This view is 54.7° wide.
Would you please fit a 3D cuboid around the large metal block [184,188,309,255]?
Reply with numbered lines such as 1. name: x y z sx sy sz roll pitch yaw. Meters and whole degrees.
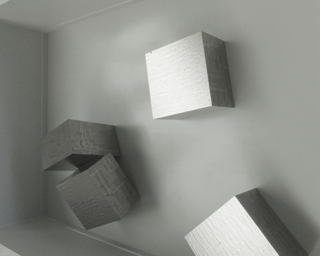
1. large metal block: 0.086 0.121 0.320 0.080 0.050 0.080 -49 61 28

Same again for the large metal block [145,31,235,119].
1. large metal block: 0.034 -0.056 0.363 0.080 0.050 0.080 -12 83 39

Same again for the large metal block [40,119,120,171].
1. large metal block: -0.122 0.029 0.468 0.080 0.081 0.050 -27 66 37

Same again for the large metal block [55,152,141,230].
1. large metal block: -0.089 0.092 0.446 0.080 0.050 0.080 -28 97 36
